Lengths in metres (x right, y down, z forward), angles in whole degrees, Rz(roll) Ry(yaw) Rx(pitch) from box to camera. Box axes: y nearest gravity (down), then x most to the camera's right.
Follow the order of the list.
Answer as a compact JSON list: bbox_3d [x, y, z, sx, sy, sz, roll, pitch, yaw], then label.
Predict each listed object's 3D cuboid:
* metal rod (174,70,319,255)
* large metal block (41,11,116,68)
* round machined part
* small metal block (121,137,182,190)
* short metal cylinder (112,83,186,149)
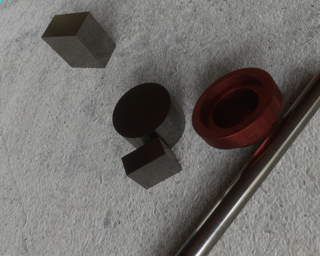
[{"bbox_3d":[0.089,0.058,0.321,0.025,0.025,0.300,34,80,38],"label":"metal rod"},{"bbox_3d":[-0.137,-0.147,0.528,0.080,0.080,0.050,8,66,31],"label":"large metal block"},{"bbox_3d":[0.088,-0.017,0.344,0.098,0.042,0.098,-28,37,25],"label":"round machined part"},{"bbox_3d":[-0.009,0.043,0.365,0.050,0.050,0.025,-30,52,8],"label":"small metal block"},{"bbox_3d":[-0.014,-0.012,0.401,0.080,0.050,0.080,-13,56,20],"label":"short metal cylinder"}]
